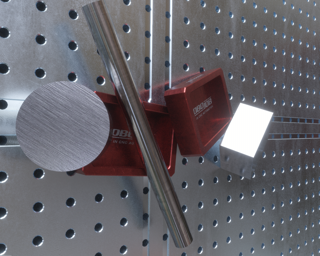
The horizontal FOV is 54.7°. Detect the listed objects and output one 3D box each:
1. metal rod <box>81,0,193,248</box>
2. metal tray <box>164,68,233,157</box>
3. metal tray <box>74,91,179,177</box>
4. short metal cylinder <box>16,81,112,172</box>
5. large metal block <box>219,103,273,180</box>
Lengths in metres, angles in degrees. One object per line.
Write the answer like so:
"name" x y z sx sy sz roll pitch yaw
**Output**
"metal rod" -0.019 0.010 0.354 0.025 0.025 0.298 -32 110 -36
"metal tray" 0.061 -0.026 0.432 0.131 0.030 0.089 -35 113 -52
"metal tray" -0.036 0.012 0.375 0.131 0.030 0.089 9 85 -40
"short metal cylinder" -0.087 0.000 0.296 0.081 0.050 0.080 0 86 -5
"large metal block" 0.133 0.022 0.481 0.080 0.050 0.080 -59 154 -23
